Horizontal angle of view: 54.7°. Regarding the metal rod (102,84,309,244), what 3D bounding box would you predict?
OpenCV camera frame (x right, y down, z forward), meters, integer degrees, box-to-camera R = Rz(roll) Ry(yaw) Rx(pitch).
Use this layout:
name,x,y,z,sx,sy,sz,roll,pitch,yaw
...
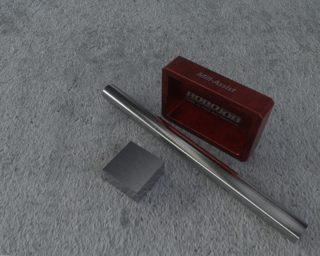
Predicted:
name,x,y,z,sx,sy,sz,roll,pitch,yaw
metal rod,0.035,0.027,0.380,0.300,0.025,0.025,37,59,26

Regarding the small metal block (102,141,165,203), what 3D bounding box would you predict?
name,x,y,z,sx,sy,sz,roll,pitch,yaw
small metal block,-0.030,0.050,0.361,0.050,0.025,0.050,29,56,22

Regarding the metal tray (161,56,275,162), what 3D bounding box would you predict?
name,x,y,z,sx,sy,sz,roll,pitch,yaw
metal tray,0.063,-0.023,0.381,0.130,0.089,0.030,30,56,23
